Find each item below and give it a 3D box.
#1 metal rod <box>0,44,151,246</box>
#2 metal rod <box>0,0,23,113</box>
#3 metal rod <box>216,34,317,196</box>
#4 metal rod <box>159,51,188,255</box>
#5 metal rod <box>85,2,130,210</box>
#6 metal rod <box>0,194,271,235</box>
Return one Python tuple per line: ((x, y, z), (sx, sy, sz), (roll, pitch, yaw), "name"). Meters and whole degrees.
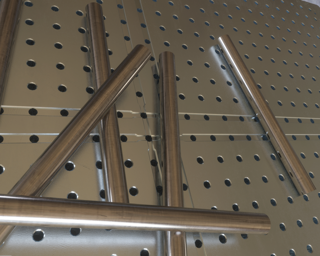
((-0.092, 0.008, 0.331), (0.025, 0.025, 0.301), (36, 58, -5), "metal rod")
((-0.191, -0.143, 0.392), (0.025, 0.025, 0.299), (9, 58, -23), "metal rod")
((0.169, -0.033, 0.518), (0.025, 0.025, 0.299), (-10, 67, -32), "metal rod")
((0.014, 0.019, 0.403), (0.025, 0.025, 0.299), (12, 57, -22), "metal rod")
((-0.072, -0.046, 0.396), (0.025, 0.025, 0.299), (3, 61, -27), "metal rod")
((-0.010, 0.090, 0.311), (0.302, 0.025, 0.025), (11, 57, -25), "metal rod")
